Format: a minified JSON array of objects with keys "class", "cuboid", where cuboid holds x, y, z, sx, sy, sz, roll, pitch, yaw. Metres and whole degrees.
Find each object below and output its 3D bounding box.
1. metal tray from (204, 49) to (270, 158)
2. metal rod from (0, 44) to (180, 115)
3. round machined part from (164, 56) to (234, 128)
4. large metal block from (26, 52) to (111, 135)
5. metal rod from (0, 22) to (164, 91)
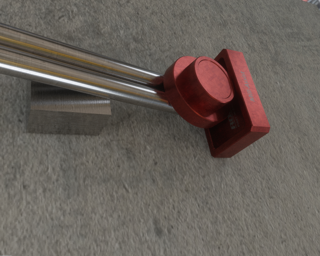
[{"class":"metal tray","cuboid":[0.094,-0.033,0.436,0.030,0.090,0.130,4,60,-27]},{"class":"metal rod","cuboid":[-0.036,-0.041,0.354,0.302,0.025,0.025,11,56,-38]},{"class":"round machined part","cuboid":[0.056,-0.052,0.396,0.099,0.042,0.098,21,52,-29]},{"class":"large metal block","cuboid":[-0.106,-0.040,0.352,0.081,0.050,0.080,3,60,-27]},{"class":"metal rod","cuboid":[-0.040,-0.065,0.366,0.302,0.025,0.025,10,57,-38]}]
